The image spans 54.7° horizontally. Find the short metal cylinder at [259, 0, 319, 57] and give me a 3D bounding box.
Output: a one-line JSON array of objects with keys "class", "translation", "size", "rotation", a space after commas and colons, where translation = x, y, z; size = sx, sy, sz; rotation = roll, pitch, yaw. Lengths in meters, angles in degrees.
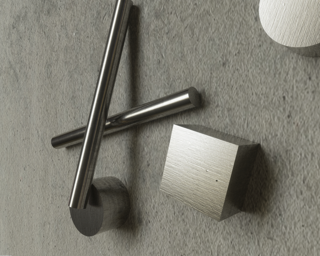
[{"class": "short metal cylinder", "translation": [0.137, -0.107, 0.275], "size": [0.080, 0.050, 0.079], "rotation": [0, 90, 40]}]

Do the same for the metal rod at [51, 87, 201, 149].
[{"class": "metal rod", "translation": [-0.072, -0.006, 0.463], "size": [0.300, 0.025, 0.025], "rotation": [-16, 80, 38]}]

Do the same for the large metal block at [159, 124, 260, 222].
[{"class": "large metal block", "translation": [0.053, 0.045, 0.345], "size": [0.080, 0.050, 0.079], "rotation": [19, 102, 38]}]

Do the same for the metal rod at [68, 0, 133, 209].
[{"class": "metal rod", "translation": [-0.082, -0.038, 0.436], "size": [0.025, 0.025, 0.298], "rotation": [9, 84, 39]}]

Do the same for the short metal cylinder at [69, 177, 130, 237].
[{"class": "short metal cylinder", "translation": [-0.091, 0.115, 0.464], "size": [0.080, 0.050, 0.079], "rotation": [0, 90, 40]}]
